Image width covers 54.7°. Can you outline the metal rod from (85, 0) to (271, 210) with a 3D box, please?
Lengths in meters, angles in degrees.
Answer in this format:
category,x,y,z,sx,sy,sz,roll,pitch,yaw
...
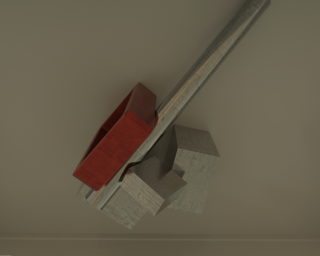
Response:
category,x,y,z,sx,sy,sz,roll,pitch,yaw
metal rod,0.022,-0.033,0.350,0.025,0.025,0.300,40,88,-14

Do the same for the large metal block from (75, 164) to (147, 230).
category,x,y,z,sx,sy,sz,roll,pitch,yaw
large metal block,-0.054,0.072,0.408,0.080,0.080,0.050,35,106,-12

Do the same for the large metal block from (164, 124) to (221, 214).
category,x,y,z,sx,sy,sz,roll,pitch,yaw
large metal block,0.035,0.050,0.401,0.050,0.080,0.079,13,110,-5

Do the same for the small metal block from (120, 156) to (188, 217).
category,x,y,z,sx,sy,sz,roll,pitch,yaw
small metal block,-0.006,0.062,0.340,0.050,0.050,0.025,38,117,19

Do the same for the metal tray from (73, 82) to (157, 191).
category,x,y,z,sx,sy,sz,roll,pitch,yaw
metal tray,-0.045,0.003,0.354,0.030,0.130,0.090,39,106,-12
